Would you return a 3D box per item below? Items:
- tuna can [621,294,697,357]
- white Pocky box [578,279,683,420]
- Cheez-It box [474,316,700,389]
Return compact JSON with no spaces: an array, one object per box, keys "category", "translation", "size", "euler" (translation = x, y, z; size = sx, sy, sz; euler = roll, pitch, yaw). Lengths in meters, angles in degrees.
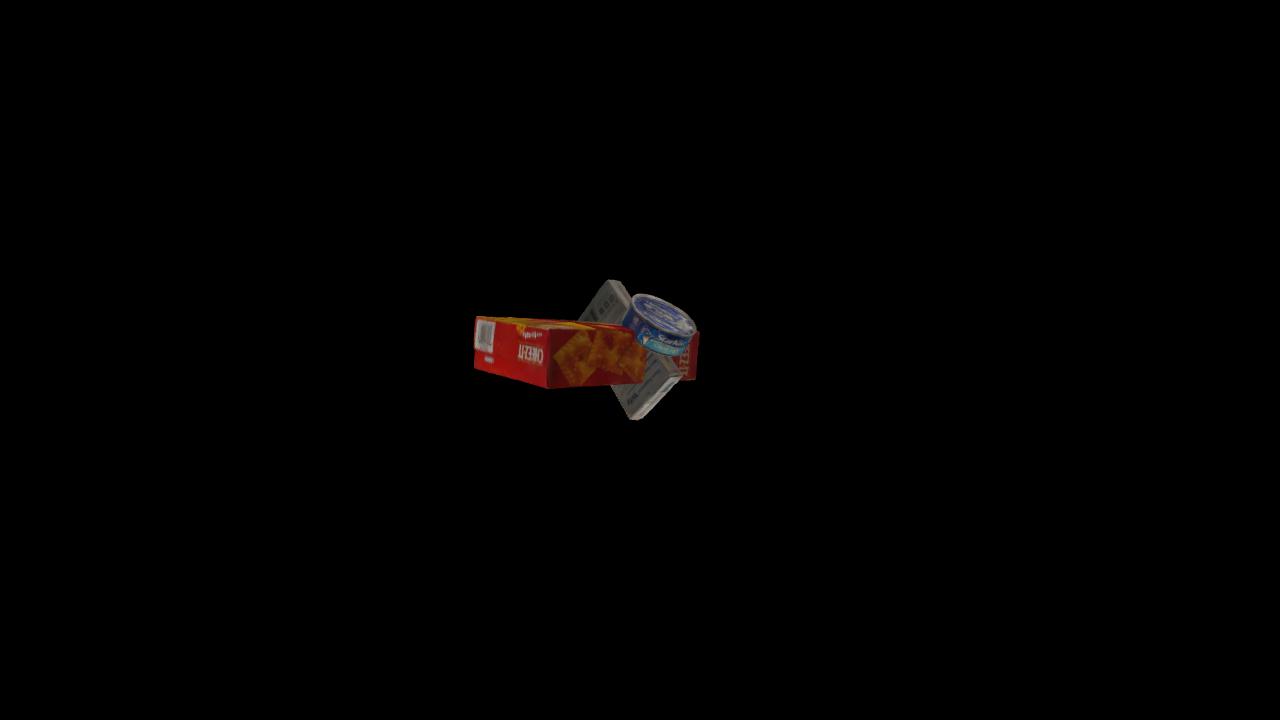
[{"category":"tuna can","translation":[0.021,-0.040,0.712],"size":[0.084,0.034,0.084],"euler":[23,26,-12]},{"category":"white Pocky box","translation":[-0.018,-0.014,0.736],"size":[0.028,0.154,0.084],"euler":[0,-40,-47]},{"category":"Cheez-It box","translation":[-0.063,-0.012,0.743],"size":[0.223,0.071,0.166],"euler":[-1,7,-42]}]
